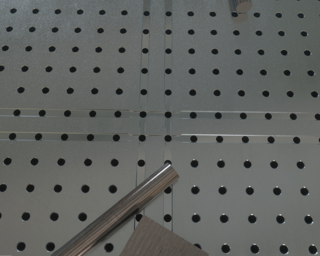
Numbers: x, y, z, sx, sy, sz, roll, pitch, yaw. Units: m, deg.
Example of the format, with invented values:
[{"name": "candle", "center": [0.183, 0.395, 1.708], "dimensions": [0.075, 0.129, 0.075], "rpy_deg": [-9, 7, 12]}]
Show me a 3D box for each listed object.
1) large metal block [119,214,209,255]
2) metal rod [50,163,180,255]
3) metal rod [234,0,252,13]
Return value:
[{"name": "large metal block", "center": [-0.004, 0.154, 0.342], "dimensions": [0.080, 0.050, 0.080], "rpy_deg": [29, 72, 10]}, {"name": "metal rod", "center": [-0.100, 0.142, 0.358], "dimensions": [0.301, 0.025, 0.025], "rpy_deg": [-37, 75, -13]}, {"name": "metal rod", "center": [0.117, -0.327, 0.532], "dimensions": [0.025, 0.025, 0.299], "rpy_deg": [-5, 70, -2]}]
